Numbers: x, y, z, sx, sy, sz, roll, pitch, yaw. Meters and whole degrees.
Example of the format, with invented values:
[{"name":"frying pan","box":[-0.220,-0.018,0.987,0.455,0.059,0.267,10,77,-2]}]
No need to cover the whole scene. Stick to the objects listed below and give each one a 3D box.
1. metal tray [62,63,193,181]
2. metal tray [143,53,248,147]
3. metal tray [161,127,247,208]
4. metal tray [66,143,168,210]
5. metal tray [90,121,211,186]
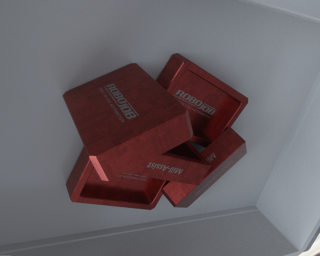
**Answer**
[{"name":"metal tray","box":[-0.038,-0.015,0.308,0.091,0.130,0.030,-26,128,-12]},{"name":"metal tray","box":[0.048,-0.030,0.413,0.131,0.030,0.090,23,106,-37]},{"name":"metal tray","box":[0.069,0.062,0.456,0.130,0.030,0.090,-43,158,2]},{"name":"metal tray","box":[-0.046,0.061,0.416,0.131,0.030,0.089,17,109,-35]},{"name":"metal tray","box":[-0.013,0.023,0.371,0.131,0.090,0.030,17,110,-35]}]
